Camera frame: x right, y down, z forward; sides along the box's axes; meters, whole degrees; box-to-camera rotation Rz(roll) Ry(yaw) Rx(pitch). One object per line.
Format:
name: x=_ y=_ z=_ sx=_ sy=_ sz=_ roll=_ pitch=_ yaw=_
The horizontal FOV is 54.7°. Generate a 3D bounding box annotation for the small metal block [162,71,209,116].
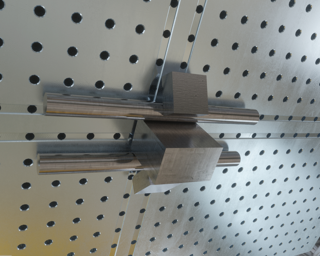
small metal block: x=0.031 y=-0.040 z=0.384 sx=0.050 sy=0.025 sz=0.050 roll=1 pitch=84 yaw=-29

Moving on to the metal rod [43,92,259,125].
metal rod: x=0.011 y=-0.021 z=0.399 sx=0.303 sy=0.025 sz=0.025 roll=2 pitch=118 yaw=-30

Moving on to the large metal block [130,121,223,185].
large metal block: x=0.019 y=0.025 z=0.396 sx=0.081 sy=0.080 sz=0.050 roll=2 pitch=118 yaw=-29

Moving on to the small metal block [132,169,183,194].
small metal block: x=-0.005 y=0.073 z=0.434 sx=0.050 sy=0.025 sz=0.050 roll=2 pitch=155 yaw=-30

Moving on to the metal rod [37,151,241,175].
metal rod: x=-0.009 y=0.046 z=0.431 sx=0.303 sy=0.025 sz=0.025 roll=2 pitch=118 yaw=-30
